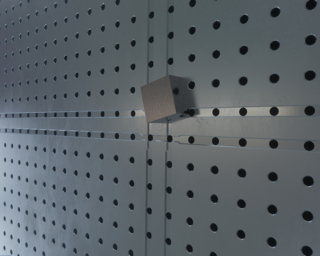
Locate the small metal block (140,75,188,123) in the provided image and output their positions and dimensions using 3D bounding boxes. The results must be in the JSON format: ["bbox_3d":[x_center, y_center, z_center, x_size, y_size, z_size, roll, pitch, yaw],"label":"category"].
[{"bbox_3d":[0.005,-0.037,0.406,0.050,0.025,0.050,-17,79,39],"label":"small metal block"}]
